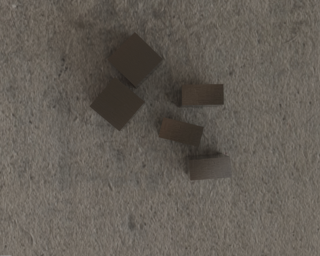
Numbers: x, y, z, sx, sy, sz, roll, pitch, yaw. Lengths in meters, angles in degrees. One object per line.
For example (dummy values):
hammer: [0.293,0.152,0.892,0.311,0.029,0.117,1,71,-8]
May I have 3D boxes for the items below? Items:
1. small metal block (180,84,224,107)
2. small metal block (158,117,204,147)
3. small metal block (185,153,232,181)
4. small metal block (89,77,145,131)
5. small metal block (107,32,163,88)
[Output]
small metal block: [0.052,-0.040,0.398,0.050,0.050,0.025,-1,90,-1]
small metal block: [0.025,0.005,0.398,0.050,0.050,0.025,14,90,-1]
small metal block: [0.061,0.049,0.398,0.050,0.050,0.025,-5,90,-1]
small metal block: [-0.055,-0.031,0.409,0.050,0.025,0.050,40,90,-1]
small metal block: [-0.032,-0.088,0.410,0.050,0.025,0.050,45,90,-1]
